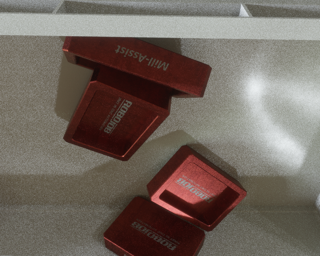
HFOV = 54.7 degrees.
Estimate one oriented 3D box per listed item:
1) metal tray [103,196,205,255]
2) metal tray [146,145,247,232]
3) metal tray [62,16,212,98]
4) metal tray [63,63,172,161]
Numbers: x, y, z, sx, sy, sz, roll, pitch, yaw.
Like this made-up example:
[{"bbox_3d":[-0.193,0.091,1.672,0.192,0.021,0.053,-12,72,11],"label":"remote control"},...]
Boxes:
[{"bbox_3d":[-0.008,0.171,0.475,0.130,0.090,0.030,23,134,23],"label":"metal tray"},{"bbox_3d":[0.057,0.094,0.467,0.130,0.030,0.090,35,101,-27],"label":"metal tray"},{"bbox_3d":[-0.026,-0.064,0.311,0.131,0.090,0.030,17,91,-15],"label":"metal tray"},{"bbox_3d":[-0.055,-0.012,0.374,0.091,0.030,0.129,22,141,-18],"label":"metal tray"}]
